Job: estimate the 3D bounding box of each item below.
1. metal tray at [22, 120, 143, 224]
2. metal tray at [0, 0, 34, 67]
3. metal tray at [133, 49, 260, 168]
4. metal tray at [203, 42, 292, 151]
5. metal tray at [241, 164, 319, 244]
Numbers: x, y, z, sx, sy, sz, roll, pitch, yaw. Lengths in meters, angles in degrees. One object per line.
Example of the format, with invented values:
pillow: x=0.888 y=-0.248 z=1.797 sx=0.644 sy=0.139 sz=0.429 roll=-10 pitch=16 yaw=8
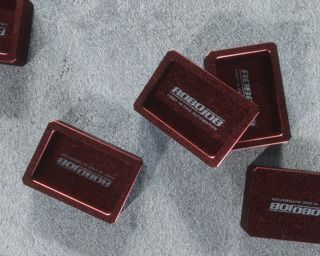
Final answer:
metal tray: x=-0.098 y=0.056 z=0.406 sx=0.131 sy=0.030 sz=0.090 roll=25 pitch=90 yaw=0
metal tray: x=-0.241 y=-0.135 z=0.405 sx=0.131 sy=0.030 sz=0.089 roll=8 pitch=90 yaw=0
metal tray: x=0.043 y=-0.025 z=0.384 sx=0.130 sy=0.030 sz=0.090 roll=37 pitch=103 yaw=12
metal tray: x=0.113 y=-0.040 z=0.408 sx=0.091 sy=0.030 sz=0.129 roll=-9 pitch=90 yaw=0
metal tray: x=0.179 y=0.101 z=0.409 sx=0.131 sy=0.030 sz=0.089 roll=7 pitch=90 yaw=0
